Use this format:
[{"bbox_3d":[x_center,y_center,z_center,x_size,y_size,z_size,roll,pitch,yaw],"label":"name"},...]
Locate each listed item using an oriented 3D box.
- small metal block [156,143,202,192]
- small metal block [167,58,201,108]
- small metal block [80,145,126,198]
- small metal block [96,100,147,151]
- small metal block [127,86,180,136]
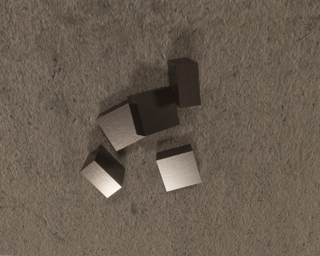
[{"bbox_3d":[0.026,0.055,0.430,0.050,0.025,0.050,-16,110,5],"label":"small metal block"},{"bbox_3d":[0.029,-0.056,0.374,0.025,0.050,0.050,-10,110,-7],"label":"small metal block"},{"bbox_3d":[-0.075,0.057,0.416,0.025,0.050,0.050,-38,106,13],"label":"small metal block"},{"bbox_3d":[-0.047,-0.005,0.407,0.050,0.025,0.050,-27,108,9],"label":"small metal block"},{"bbox_3d":[-0.008,-0.022,0.386,0.050,0.025,0.050,-19,102,-26],"label":"small metal block"}]
